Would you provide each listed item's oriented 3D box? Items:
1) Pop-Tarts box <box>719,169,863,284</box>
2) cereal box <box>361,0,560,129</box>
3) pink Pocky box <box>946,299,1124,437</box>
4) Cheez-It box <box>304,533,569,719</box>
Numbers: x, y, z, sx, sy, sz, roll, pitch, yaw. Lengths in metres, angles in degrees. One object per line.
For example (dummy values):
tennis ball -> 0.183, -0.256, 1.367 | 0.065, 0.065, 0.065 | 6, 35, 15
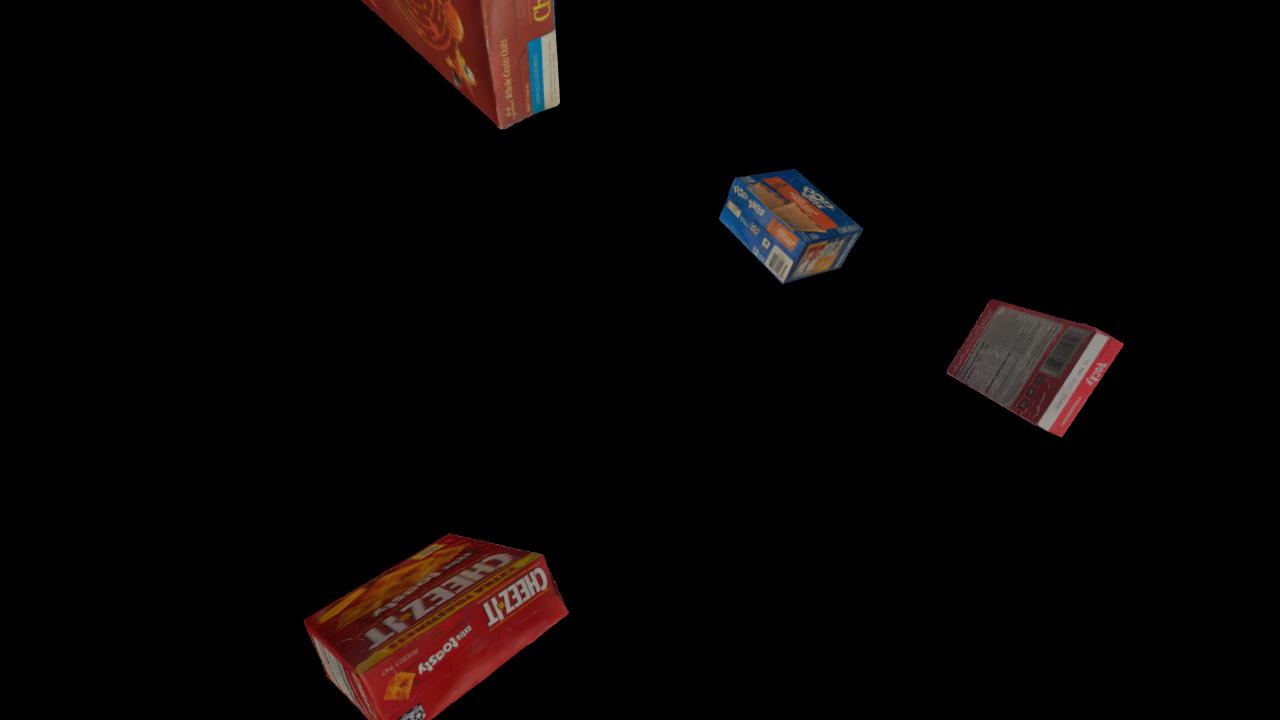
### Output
Pop-Tarts box -> 0.235, -0.215, 0.971 | 0.141, 0.167, 0.083 | -17, -33, -32
cereal box -> -0.189, -0.375, 0.540 | 0.081, 0.306, 0.203 | -35, -25, -23
pink Pocky box -> 0.331, 0.000, 0.533 | 0.029, 0.084, 0.155 | 24, 13, -4
Cheez-It box -> -0.196, 0.239, 0.569 | 0.166, 0.071, 0.223 | -27, 9, -38
